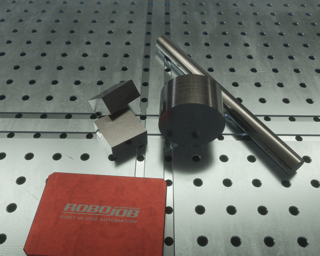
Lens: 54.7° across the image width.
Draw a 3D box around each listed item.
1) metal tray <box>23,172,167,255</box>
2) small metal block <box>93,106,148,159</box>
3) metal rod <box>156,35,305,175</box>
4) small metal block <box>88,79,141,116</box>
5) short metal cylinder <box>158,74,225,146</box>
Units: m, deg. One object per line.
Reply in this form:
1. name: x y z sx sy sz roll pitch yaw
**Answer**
1. metal tray: -0.060 0.095 0.323 0.131 0.030 0.090 3 50 2
2. small metal block: -0.051 0.005 0.403 0.050 0.025 0.050 -26 55 -21
3. metal rod: 0.083 -0.050 0.450 0.025 0.025 0.300 -26 55 -20
4. small metal block: -0.063 -0.041 0.424 0.050 0.025 0.050 -37 18 -27
5. short metal cylinder: 0.039 -0.021 0.390 0.081 0.080 0.050 2 50 1
